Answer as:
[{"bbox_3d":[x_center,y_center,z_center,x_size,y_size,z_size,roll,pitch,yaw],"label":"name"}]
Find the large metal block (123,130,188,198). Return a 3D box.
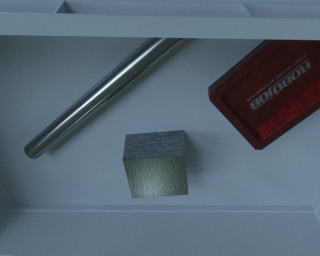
[{"bbox_3d":[-0.004,0.052,0.437,0.080,0.050,0.080,-5,130,3],"label":"large metal block"}]

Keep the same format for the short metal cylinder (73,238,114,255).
[{"bbox_3d":[-0.134,0.265,0.619,0.081,0.050,0.079,0,130,0],"label":"short metal cylinder"}]

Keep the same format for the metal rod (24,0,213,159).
[{"bbox_3d":[-0.067,-0.044,0.370,0.299,0.025,0.025,-34,123,25],"label":"metal rod"}]

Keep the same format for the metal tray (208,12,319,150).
[{"bbox_3d":[0.130,-0.048,0.338,0.130,0.030,0.090,-40,104,18],"label":"metal tray"}]

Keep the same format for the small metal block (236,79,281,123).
[{"bbox_3d":[0.121,-0.034,0.382,0.050,0.025,0.050,-12,130,9],"label":"small metal block"}]
